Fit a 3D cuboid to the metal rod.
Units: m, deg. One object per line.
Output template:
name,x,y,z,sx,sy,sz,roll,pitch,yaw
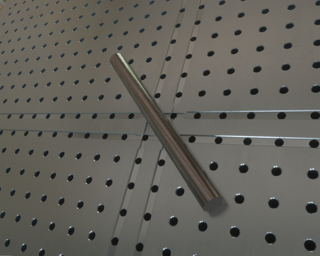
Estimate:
metal rod,-0.008,-0.016,0.424,0.025,0.025,0.300,-37,51,4
